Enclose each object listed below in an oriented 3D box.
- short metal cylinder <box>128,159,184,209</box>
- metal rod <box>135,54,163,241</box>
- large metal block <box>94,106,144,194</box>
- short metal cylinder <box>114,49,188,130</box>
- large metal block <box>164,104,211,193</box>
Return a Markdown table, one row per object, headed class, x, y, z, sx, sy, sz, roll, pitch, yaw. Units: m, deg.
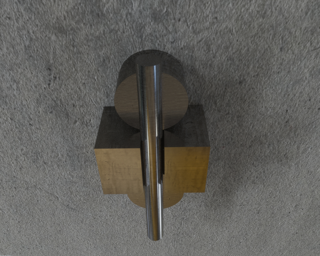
| class | x | y | z | sx | sy | sz | roll | pitch | yaw |
| --- | --- | --- | --- | --- | --- | --- | --- | --- | --- |
| short metal cylinder | -0.006 | 0.075 | 0.457 | 0.081 | 0.050 | 0.079 | 0 | 130 | 0 |
| metal rod | -0.009 | 0.050 | 0.385 | 0.025 | 0.025 | 0.298 | -1 | 130 | 0 |
| large metal block | -0.046 | 0.027 | 0.395 | 0.050 | 0.080 | 0.079 | -1 | 130 | 0 |
| short metal cylinder | -0.009 | -0.043 | 0.356 | 0.081 | 0.050 | 0.079 | 0 | 130 | 0 |
| large metal block | 0.031 | 0.025 | 0.394 | 0.050 | 0.080 | 0.079 | -1 | 130 | 0 |
